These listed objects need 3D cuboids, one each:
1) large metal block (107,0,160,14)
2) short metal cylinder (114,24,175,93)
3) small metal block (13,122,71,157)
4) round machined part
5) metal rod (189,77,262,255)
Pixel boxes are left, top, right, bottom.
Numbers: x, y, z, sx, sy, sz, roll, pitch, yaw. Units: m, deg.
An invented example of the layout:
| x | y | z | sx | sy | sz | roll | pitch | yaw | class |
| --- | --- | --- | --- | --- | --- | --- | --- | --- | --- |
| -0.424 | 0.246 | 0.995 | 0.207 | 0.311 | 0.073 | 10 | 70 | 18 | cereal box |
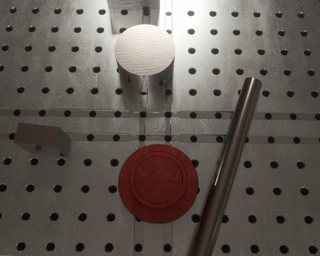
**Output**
| x | y | z | sx | sy | sz | roll | pitch | yaw | class |
| --- | --- | --- | --- | --- | --- | --- | --- | --- | --- |
| -0.045 | -0.231 | 0.482 | 0.081 | 0.050 | 0.080 | -7 | 70 | -3 | large metal block |
| -0.020 | -0.096 | 0.433 | 0.081 | 0.050 | 0.080 | 0 | 70 | -1 | short metal cylinder |
| -0.146 | 0.016 | 0.391 | 0.050 | 0.050 | 0.025 | 7 | 70 | 2 | small metal block |
| -0.002 | 0.066 | 0.379 | 0.099 | 0.042 | 0.098 | 0 | 70 | -1 | round machined part |
| 0.079 | 0.067 | 0.388 | 0.025 | 0.025 | 0.300 | 20 | 71 | 6 | metal rod |
